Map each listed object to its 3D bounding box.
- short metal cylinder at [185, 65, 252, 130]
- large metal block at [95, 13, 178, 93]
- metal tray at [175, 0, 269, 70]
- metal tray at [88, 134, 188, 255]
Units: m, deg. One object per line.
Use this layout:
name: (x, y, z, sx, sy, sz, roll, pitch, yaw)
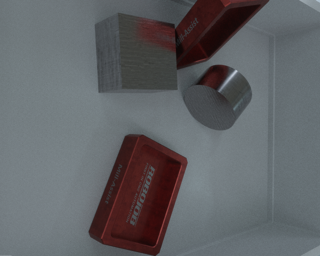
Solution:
short metal cylinder: (0.083, -0.043, 0.442, 0.050, 0.080, 0.080, -48, 119, -30)
large metal block: (-0.027, -0.084, 0.369, 0.081, 0.050, 0.079, -5, 94, -40)
metal tray: (0.063, -0.126, 0.393, 0.091, 0.129, 0.030, -24, 79, -38)
metal tray: (-0.022, 0.083, 0.386, 0.090, 0.030, 0.130, 31, 71, -36)
